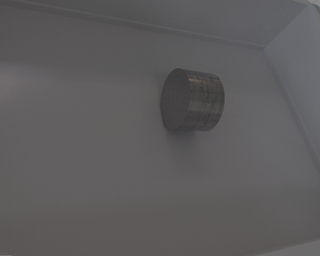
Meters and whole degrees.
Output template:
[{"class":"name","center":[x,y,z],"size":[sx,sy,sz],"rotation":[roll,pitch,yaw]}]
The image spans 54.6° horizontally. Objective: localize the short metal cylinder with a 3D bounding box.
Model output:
[{"class":"short metal cylinder","center":[0.041,-0.036,0.414],"size":[0.050,0.080,0.080],"rotation":[4,60,-26]}]
